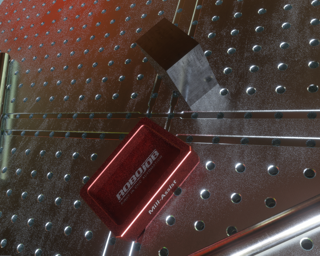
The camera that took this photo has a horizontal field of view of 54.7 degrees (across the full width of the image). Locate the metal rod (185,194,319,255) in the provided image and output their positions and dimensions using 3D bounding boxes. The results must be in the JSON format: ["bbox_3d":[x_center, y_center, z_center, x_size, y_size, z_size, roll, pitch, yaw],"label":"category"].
[{"bbox_3d":[0.117,0.092,0.290,0.301,0.025,0.025,-29,52,9],"label":"metal rod"}]

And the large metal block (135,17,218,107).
[{"bbox_3d":[0.023,-0.087,0.413,0.050,0.080,0.080,-40,51,1],"label":"large metal block"}]

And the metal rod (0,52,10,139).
[{"bbox_3d":[-0.312,-0.038,0.591,0.025,0.025,0.299,-24,53,13],"label":"metal rod"}]

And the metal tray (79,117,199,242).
[{"bbox_3d":[-0.027,0.059,0.381,0.090,0.030,0.130,34,80,38],"label":"metal tray"}]
